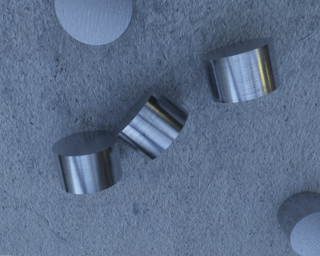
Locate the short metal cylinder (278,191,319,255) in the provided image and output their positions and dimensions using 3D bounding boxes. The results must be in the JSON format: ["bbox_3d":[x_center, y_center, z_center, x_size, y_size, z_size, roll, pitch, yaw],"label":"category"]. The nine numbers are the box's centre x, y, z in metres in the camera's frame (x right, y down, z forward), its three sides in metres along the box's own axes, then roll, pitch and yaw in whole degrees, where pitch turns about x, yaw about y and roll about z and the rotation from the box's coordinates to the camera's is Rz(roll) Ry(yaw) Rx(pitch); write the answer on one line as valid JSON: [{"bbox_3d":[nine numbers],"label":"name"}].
[{"bbox_3d":[0.220,0.140,0.450,0.081,0.050,0.079,0,110,0],"label":"short metal cylinder"}]

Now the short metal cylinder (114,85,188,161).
[{"bbox_3d":[-0.011,-0.007,0.378,0.050,0.080,0.080,39,105,-13],"label":"short metal cylinder"}]

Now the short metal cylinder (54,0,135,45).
[{"bbox_3d":[-0.069,-0.136,0.346,0.081,0.050,0.079,0,110,0],"label":"short metal cylinder"}]

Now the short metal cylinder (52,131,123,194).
[{"bbox_3d":[-0.091,0.041,0.395,0.080,0.080,0.050,-4,110,1],"label":"short metal cylinder"}]

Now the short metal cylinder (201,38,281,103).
[{"bbox_3d":[0.093,-0.067,0.356,0.080,0.080,0.050,-16,110,5],"label":"short metal cylinder"}]
